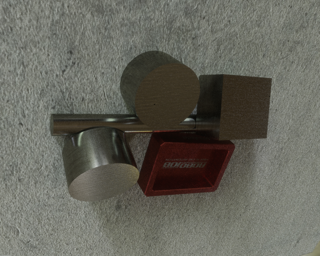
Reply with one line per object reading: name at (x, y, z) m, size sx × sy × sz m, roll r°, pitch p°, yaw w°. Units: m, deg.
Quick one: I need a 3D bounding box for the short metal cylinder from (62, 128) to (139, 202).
short metal cylinder at (-0.070, 0.044, 0.365) m, size 0.081 × 0.050 × 0.080 m, roll -15°, pitch 145°, yaw -11°

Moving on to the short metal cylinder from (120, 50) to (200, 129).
short metal cylinder at (-0.001, -0.045, 0.364) m, size 0.081 × 0.050 × 0.079 m, roll -14°, pitch 124°, yaw -21°

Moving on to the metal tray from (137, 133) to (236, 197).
metal tray at (0.040, 0.054, 0.459) m, size 0.131 × 0.030 × 0.089 m, roll 3°, pitch 117°, yaw -30°

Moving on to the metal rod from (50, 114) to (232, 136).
metal rod at (0.014, -0.006, 0.414) m, size 0.303 × 0.025 × 0.025 m, roll -1°, pitch 119°, yaw -28°

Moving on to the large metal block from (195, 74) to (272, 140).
large metal block at (0.097, -0.028, 0.412) m, size 0.081 × 0.050 × 0.079 m, roll -1°, pitch 98°, yaw -28°
